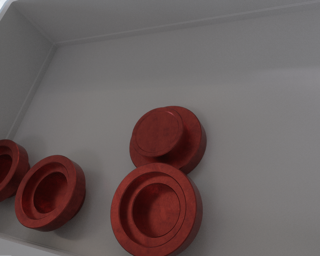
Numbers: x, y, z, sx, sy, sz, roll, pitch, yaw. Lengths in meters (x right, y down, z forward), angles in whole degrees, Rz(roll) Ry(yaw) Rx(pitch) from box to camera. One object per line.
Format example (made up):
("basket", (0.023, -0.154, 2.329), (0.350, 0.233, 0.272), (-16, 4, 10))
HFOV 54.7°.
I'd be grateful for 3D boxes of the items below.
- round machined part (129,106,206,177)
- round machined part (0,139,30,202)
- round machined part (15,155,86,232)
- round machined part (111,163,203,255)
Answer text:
("round machined part", (0.004, 0.013, 0.384), (0.098, 0.042, 0.098), (-13, 56, 21))
("round machined part", (-0.242, 0.070, 0.478), (0.098, 0.042, 0.098), (-12, 57, 19))
("round machined part", (-0.140, 0.089, 0.414), (0.098, 0.042, 0.098), (-13, 56, 21))
("round machined part", (-0.001, 0.090, 0.335), (0.098, 0.042, 0.098), (-10, 64, 22))
